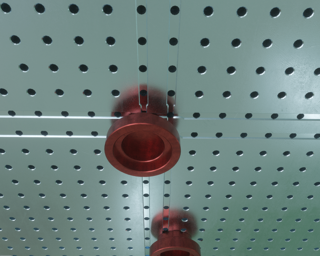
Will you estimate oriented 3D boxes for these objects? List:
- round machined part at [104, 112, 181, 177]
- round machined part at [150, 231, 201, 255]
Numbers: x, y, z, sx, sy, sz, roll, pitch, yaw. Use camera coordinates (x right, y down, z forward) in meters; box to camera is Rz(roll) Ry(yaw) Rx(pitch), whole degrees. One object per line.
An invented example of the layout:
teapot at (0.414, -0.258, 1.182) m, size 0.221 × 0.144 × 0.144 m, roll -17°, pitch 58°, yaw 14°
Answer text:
round machined part at (-0.022, 0.018, 0.415) m, size 0.099 × 0.042 × 0.097 m, roll 0°, pitch 130°, yaw 0°
round machined part at (0.029, 0.236, 0.601) m, size 0.099 × 0.042 × 0.097 m, roll 0°, pitch 130°, yaw 0°
